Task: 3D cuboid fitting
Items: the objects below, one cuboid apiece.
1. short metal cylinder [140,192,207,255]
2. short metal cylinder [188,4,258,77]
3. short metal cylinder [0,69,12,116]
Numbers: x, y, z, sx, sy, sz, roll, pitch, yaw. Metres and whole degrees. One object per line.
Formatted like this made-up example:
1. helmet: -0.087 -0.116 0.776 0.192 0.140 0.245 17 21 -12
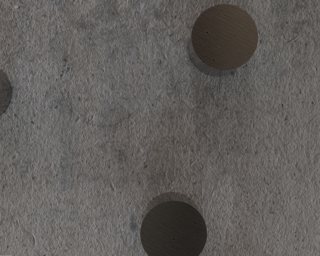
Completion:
1. short metal cylinder: 0.017 0.127 0.398 0.081 0.050 0.080 0 90 0
2. short metal cylinder: 0.078 -0.110 0.398 0.081 0.050 0.080 0 90 0
3. short metal cylinder: -0.241 -0.048 0.395 0.081 0.050 0.080 0 90 0
